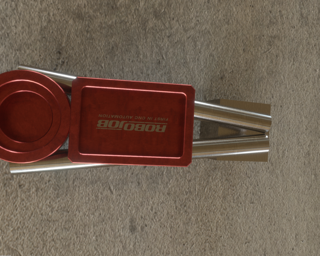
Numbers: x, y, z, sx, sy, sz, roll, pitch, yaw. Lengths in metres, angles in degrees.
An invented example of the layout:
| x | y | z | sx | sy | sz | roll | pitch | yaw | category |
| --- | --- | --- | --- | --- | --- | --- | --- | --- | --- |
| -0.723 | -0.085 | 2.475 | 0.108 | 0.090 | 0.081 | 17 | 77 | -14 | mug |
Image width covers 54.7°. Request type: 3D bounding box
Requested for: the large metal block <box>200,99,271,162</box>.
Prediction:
| x | y | z | sx | sy | sz | roll | pitch | yaw | category |
| --- | --- | --- | --- | --- | --- | --- | --- | --- | --- |
| 0.104 | 0.004 | 0.435 | 0.081 | 0.050 | 0.080 | 4 | 89 | -20 | large metal block |

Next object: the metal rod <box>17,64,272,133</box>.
| x | y | z | sx | sy | sz | roll | pitch | yaw | category |
| --- | --- | --- | --- | --- | --- | --- | --- | --- | --- |
| -0.012 | -0.033 | 0.372 | 0.302 | 0.025 | 0.025 | 11 | 86 | -7 | metal rod |

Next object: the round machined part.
| x | y | z | sx | sy | sz | roll | pitch | yaw | category |
| --- | --- | --- | --- | --- | --- | --- | --- | --- | --- |
| -0.146 | -0.012 | 0.342 | 0.099 | 0.042 | 0.097 | 0 | 90 | -10 | round machined part |

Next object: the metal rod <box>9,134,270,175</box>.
| x | y | z | sx | sy | sz | roll | pitch | yaw | category |
| --- | --- | --- | --- | --- | --- | --- | --- | --- | --- |
| -0.017 | 0.030 | 0.371 | 0.302 | 0.025 | 0.025 | -4 | 92 | -8 | metal rod |

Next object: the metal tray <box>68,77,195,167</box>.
| x | y | z | sx | sy | sz | roll | pitch | yaw | category |
| --- | --- | --- | --- | --- | --- | --- | --- | --- | --- |
| -0.030 | -0.005 | 0.342 | 0.131 | 0.030 | 0.089 | 3 | 89 | -8 | metal tray |
